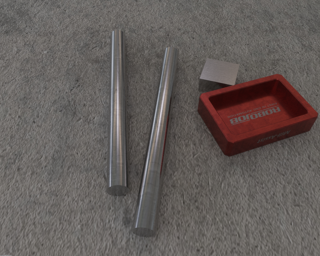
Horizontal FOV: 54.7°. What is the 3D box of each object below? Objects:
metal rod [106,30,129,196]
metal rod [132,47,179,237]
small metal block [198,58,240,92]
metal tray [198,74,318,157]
[{"bbox_3d":[-0.060,-0.045,0.439,0.025,0.025,0.300,-4,50,-3],"label":"metal rod"},{"bbox_3d":[0.001,-0.008,0.409,0.025,0.025,0.300,5,50,4],"label":"metal rod"},{"bbox_3d":[0.089,-0.076,0.468,0.050,0.025,0.050,14,51,11],"label":"small metal block"},{"bbox_3d":[0.128,-0.021,0.418,0.131,0.030,0.090,-16,52,-13],"label":"metal tray"}]
